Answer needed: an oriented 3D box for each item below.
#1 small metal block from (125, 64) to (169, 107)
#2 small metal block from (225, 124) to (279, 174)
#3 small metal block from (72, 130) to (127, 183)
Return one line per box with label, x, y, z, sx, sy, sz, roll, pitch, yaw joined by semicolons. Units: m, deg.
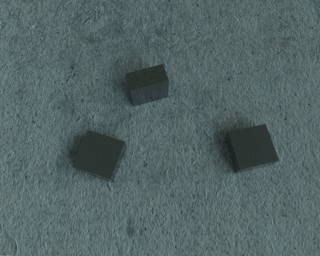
small metal block;-0.016;-0.056;0.415;0.050;0.050;0.025;-16;71;-6
small metal block;0.117;0.027;0.399;0.050;0.025;0.050;-12;71;-5
small metal block;-0.076;0.036;0.394;0.050;0.025;0.050;17;71;6
